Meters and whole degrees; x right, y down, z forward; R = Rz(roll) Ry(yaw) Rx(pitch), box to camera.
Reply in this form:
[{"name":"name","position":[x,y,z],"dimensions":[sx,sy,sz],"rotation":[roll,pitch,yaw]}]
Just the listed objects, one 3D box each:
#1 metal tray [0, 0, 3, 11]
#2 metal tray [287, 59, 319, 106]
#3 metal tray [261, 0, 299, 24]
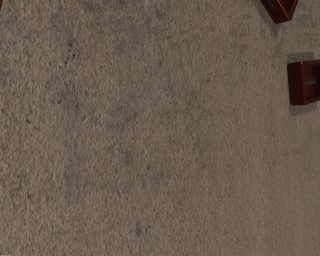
[{"name":"metal tray","position":[-0.199,-0.099,0.234],"dimensions":[0.131,0.030,0.090],"rotation":[16,80,-39]},{"name":"metal tray","position":[0.330,-0.103,0.682],"dimensions":[0.131,0.030,0.089],"rotation":[-14,99,-39]},{"name":"metal tray","position":[0.218,-0.276,0.587],"dimensions":[0.130,0.030,0.090],"rotation":[39,66,-34]}]
